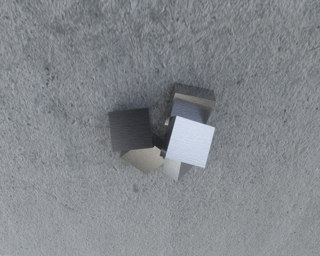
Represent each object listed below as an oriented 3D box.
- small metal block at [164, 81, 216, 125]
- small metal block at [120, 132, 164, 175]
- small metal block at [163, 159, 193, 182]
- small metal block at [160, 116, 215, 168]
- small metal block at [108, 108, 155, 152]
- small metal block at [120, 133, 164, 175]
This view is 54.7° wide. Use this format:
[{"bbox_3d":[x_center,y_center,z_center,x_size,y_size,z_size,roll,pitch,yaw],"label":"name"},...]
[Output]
[{"bbox_3d":[0.036,-0.026,0.388,0.050,0.025,0.050,11,129,-10],"label":"small metal block"},{"bbox_3d":[-0.019,0.033,0.437,0.050,0.025,0.050,-37,122,27],"label":"small metal block"},{"bbox_3d":[0.031,0.036,0.421,0.025,0.050,0.050,30,135,25],"label":"small metal block"},{"bbox_3d":[0.033,0.017,0.373,0.050,0.025,0.050,17,85,-14],"label":"small metal block"},{"bbox_3d":[-0.035,0.002,0.393,0.050,0.025,0.050,-6,92,4],"label":"small metal block"},{"bbox_3d":[-0.020,0.033,0.437,0.050,0.025,0.050,-37,121,27],"label":"small metal block"}]
